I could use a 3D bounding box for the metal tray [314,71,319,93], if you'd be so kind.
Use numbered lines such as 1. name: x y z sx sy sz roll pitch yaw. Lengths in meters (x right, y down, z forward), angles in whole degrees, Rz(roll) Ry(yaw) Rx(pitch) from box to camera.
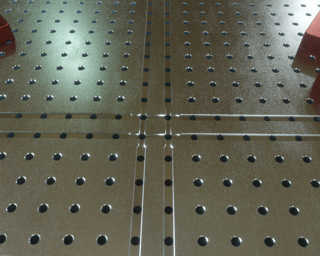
1. metal tray: 0.292 -0.037 0.440 0.091 0.030 0.130 -3 50 -4

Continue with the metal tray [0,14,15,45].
1. metal tray: -0.337 -0.164 0.537 0.131 0.030 0.090 -32 57 -24

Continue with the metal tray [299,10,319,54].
1. metal tray: 0.318 -0.173 0.554 0.090 0.030 0.131 28 55 21
